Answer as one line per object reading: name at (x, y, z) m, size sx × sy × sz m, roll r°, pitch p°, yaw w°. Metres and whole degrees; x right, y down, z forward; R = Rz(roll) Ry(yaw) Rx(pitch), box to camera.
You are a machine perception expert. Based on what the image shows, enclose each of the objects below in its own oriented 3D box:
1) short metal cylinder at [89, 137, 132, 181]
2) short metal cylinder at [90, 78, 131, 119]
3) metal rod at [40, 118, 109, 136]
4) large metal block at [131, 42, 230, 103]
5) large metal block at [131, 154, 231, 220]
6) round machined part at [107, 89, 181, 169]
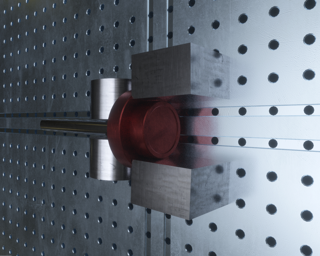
short metal cylinder at (-0.054, 0.038, 0.418) m, size 0.080 × 0.081 × 0.050 m, roll 2°, pitch 92°, yaw 40°
short metal cylinder at (-0.053, -0.037, 0.418) m, size 0.080 × 0.081 × 0.050 m, roll 1°, pitch 91°, yaw 40°
metal rod at (-0.107, -0.001, 0.483) m, size 0.300 × 0.025 × 0.025 m, roll 3°, pitch 92°, yaw 44°
large metal block at (0.025, -0.058, 0.354) m, size 0.080 × 0.081 × 0.050 m, roll 0°, pitch 90°, yaw 40°
large metal block at (0.024, 0.062, 0.354) m, size 0.080 × 0.081 × 0.050 m, roll 4°, pitch 93°, yaw 40°
round machined part at (-0.012, 0.002, 0.371) m, size 0.042 × 0.099 × 0.097 m, roll 1°, pitch 91°, yaw 40°
